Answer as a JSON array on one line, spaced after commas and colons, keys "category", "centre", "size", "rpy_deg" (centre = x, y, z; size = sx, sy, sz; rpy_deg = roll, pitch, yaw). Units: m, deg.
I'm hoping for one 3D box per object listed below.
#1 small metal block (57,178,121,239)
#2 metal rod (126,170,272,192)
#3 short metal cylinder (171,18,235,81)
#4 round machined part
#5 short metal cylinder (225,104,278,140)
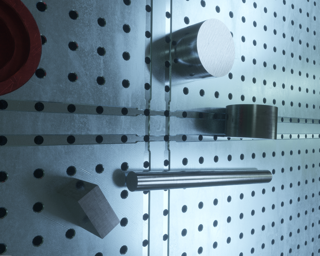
[{"category": "small metal block", "centre": [-0.076, 0.084, 0.329], "size": [0.025, 0.050, 0.050], "rpy_deg": [-39, 114, -33]}, {"category": "metal rod", "centre": [0.081, 0.077, 0.476], "size": [0.302, 0.025, 0.025], "rpy_deg": [6, 86, -40]}, {"category": "short metal cylinder", "centre": [0.062, -0.110, 0.445], "size": [0.081, 0.050, 0.080], "rpy_deg": [0, 90, -40]}, {"category": "round machined part", "centre": [-0.158, -0.074, 0.265], "size": [0.099, 0.042, 0.097], "rpy_deg": [0, 90, -40]}, {"category": "short metal cylinder", "centre": [0.145, -0.008, 0.494], "size": [0.081, 0.080, 0.050], "rpy_deg": [5, 87, -40]}]
